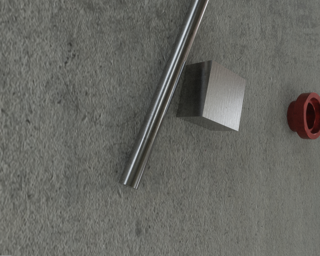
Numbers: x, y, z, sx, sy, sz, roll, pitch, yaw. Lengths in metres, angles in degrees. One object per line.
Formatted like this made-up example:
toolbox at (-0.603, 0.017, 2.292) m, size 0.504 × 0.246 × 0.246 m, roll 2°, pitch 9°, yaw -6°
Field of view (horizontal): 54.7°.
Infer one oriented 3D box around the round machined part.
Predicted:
round machined part at (0.305, -0.025, 0.654) m, size 0.099 × 0.042 × 0.097 m, roll 0°, pitch 90°, yaw -40°

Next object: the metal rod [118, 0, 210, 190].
metal rod at (0.012, -0.064, 0.416) m, size 0.025 × 0.025 × 0.299 m, roll 33°, pitch 69°, yaw -36°

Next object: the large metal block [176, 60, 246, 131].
large metal block at (0.077, -0.044, 0.455) m, size 0.080 × 0.050 × 0.080 m, roll 19°, pitch 78°, yaw -39°
